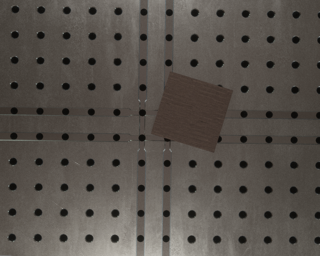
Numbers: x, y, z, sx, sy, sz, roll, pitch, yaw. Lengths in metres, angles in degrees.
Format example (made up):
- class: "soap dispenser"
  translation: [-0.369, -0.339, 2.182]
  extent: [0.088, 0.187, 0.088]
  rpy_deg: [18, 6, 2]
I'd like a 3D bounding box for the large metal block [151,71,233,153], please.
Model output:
- class: "large metal block"
  translation: [0.039, -0.020, 0.401]
  extent: [0.080, 0.050, 0.080]
  rpy_deg: [17, 90, -1]
